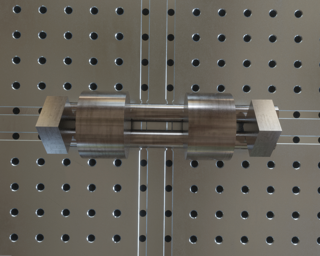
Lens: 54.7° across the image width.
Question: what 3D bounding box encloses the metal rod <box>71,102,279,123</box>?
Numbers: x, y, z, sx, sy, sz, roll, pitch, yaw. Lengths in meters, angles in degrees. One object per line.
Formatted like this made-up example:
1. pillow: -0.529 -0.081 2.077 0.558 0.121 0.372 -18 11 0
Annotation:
1. metal rod: 0.004 -0.020 0.413 0.302 0.025 0.025 1 90 0

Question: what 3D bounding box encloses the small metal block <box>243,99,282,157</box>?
1. small metal block: 0.123 0.000 0.379 0.025 0.050 0.050 1 49 0

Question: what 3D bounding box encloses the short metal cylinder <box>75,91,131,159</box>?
1. short metal cylinder: -0.063 -0.004 0.363 0.050 0.080 0.079 1 90 0

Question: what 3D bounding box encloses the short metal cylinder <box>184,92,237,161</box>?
1. short metal cylinder: 0.055 -0.002 0.364 0.050 0.080 0.079 1 90 0

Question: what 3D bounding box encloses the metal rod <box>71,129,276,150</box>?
1. metal rod: 0.001 0.015 0.413 0.302 0.025 0.025 1 90 0

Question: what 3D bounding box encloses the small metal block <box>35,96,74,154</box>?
1. small metal block: -0.125 -0.004 0.377 0.025 0.050 0.050 1 48 0
